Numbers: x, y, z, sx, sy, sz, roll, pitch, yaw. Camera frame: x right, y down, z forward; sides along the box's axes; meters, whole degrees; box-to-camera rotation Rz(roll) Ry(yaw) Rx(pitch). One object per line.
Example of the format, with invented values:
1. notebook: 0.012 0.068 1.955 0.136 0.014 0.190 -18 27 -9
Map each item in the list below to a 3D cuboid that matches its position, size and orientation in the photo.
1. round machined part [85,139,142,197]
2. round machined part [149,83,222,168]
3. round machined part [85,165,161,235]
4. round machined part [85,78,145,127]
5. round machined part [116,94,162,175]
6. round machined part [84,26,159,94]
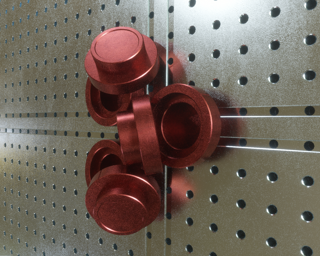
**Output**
1. round machined part: -0.062 0.065 0.450 0.098 0.042 0.097 0 90 40
2. round machined part: 0.031 -0.003 0.373 0.098 0.042 0.097 0 90 40
3. round machined part: -0.049 0.099 0.402 0.099 0.042 0.097 1 117 1
4. round machined part: -0.061 -0.051 0.449 0.098 0.042 0.097 0 90 40
5. round machined part: -0.027 0.010 0.382 0.042 0.098 0.098 -10 81 -3
6. round machined part: -0.051 -0.094 0.406 0.098 0.042 0.098 -4 56 6
